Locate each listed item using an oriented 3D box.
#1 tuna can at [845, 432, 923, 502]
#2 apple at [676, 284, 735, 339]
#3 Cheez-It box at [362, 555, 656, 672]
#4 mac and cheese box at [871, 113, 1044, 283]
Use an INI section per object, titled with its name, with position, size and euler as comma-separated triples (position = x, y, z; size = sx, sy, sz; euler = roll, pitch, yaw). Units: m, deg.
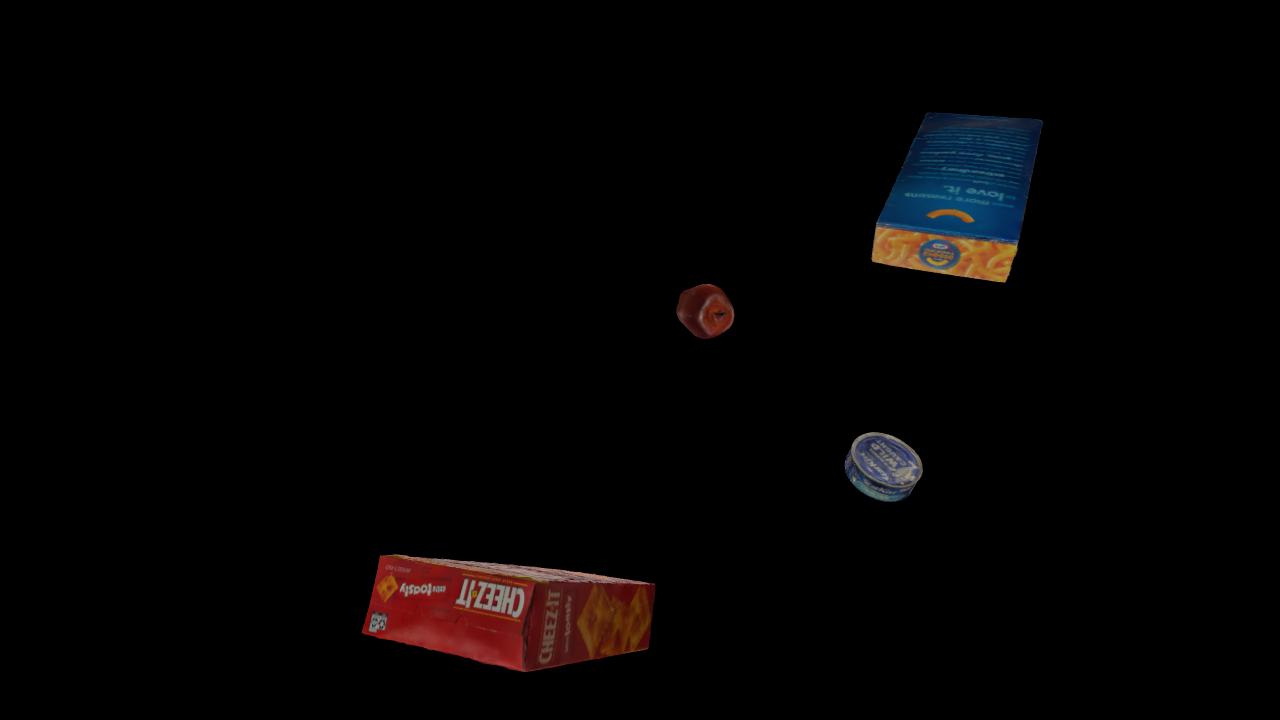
[tuna can]
position = 0.293, 0.129, 0.745
size = 0.084, 0.034, 0.084
euler = 4, 41, -4
[apple]
position = 0.094, -0.070, 0.882
size = 0.079, 0.079, 0.093
euler = 0, 13, -26
[Cheez-It box]
position = -0.106, 0.226, 0.563
size = 0.166, 0.071, 0.223
euler = -3, -20, 26
[mac and cheese box]
position = 0.251, -0.135, 0.482
size = 0.093, 0.041, 0.184
euler = 16, 51, 25
